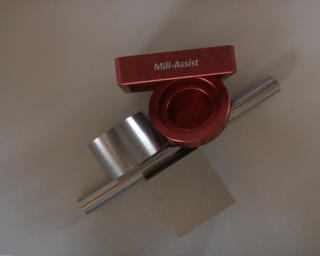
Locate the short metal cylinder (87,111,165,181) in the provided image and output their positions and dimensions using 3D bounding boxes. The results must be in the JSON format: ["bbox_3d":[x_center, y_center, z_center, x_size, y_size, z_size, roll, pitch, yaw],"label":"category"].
[{"bbox_3d":[-0.041,0.022,0.382,0.080,0.080,0.050,-33,90,0],"label":"short metal cylinder"}]

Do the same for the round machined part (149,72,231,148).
[{"bbox_3d":[0.039,-0.020,0.388,0.098,0.042,0.098,-6,64,13],"label":"round machined part"}]

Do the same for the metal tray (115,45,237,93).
[{"bbox_3d":[0.017,-0.068,0.377,0.131,0.090,0.030,-6,90,-1],"label":"metal tray"}]

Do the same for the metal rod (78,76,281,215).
[{"bbox_3d":[0.026,0.022,0.410,0.301,0.025,0.025,-33,90,-1],"label":"metal rod"}]

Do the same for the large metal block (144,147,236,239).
[{"bbox_3d":[0.036,0.078,0.397,0.080,0.050,0.080,-33,90,0],"label":"large metal block"}]
